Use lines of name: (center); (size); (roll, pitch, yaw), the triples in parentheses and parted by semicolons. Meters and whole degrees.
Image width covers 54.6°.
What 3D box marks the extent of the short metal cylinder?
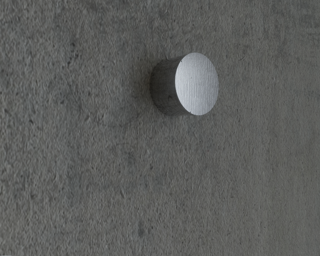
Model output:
short metal cylinder: (0.033, -0.056, 0.415); (0.081, 0.050, 0.080); (0, 90, -40)
